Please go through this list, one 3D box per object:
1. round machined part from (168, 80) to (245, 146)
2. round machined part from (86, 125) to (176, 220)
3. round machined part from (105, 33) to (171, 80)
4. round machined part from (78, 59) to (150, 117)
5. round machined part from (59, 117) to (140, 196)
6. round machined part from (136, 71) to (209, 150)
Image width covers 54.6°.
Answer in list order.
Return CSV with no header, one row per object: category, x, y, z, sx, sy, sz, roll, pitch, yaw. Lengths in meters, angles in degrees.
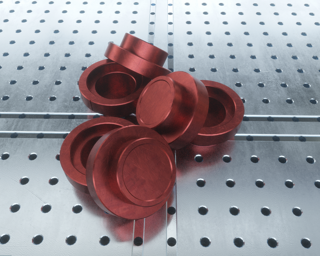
round machined part,0.058,-0.016,0.410,0.099,0.042,0.098,0,50,0
round machined part,-0.022,0.045,0.322,0.099,0.042,0.098,5,82,-33
round machined part,-0.027,-0.103,0.448,0.098,0.042,0.098,25,11,-5
round machined part,-0.062,-0.053,0.440,0.099,0.042,0.098,0,50,0
round machined part,-0.063,0.036,0.365,0.099,0.042,0.098,0,50,0
round machined part,0.008,-0.025,0.378,0.042,0.098,0.098,22,37,-39
